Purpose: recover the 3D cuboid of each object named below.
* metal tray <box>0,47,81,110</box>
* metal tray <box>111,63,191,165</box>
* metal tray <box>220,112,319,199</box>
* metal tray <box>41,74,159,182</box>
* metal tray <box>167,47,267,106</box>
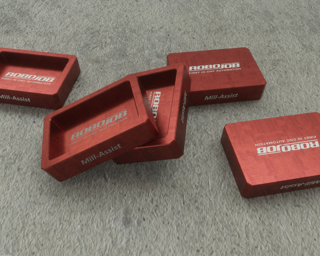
[{"bbox_3d":[-0.197,-0.076,0.461,0.131,0.030,0.090,7,50,6],"label":"metal tray"},{"bbox_3d":[-0.012,-0.020,0.391,0.090,0.030,0.130,-8,50,22],"label":"metal tray"},{"bbox_3d":[0.150,0.030,0.376,0.131,0.030,0.090,-7,50,-7],"label":"metal tray"},{"bbox_3d":[-0.074,-0.002,0.365,0.130,0.030,0.090,-25,46,7],"label":"metal tray"},{"bbox_3d":[0.081,-0.079,0.466,0.131,0.030,0.090,-6,50,-5],"label":"metal tray"}]
